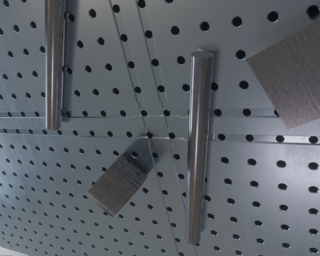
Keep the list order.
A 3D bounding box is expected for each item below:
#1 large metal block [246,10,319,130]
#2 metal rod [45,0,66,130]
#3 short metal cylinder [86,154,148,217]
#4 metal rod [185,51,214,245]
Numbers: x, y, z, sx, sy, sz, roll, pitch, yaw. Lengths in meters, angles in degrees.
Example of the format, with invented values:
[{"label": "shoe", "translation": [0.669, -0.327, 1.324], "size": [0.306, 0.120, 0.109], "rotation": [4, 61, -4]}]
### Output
[{"label": "large metal block", "translation": [0.140, -0.056, 0.286], "size": [0.080, 0.050, 0.080], "rotation": [-26, 105, 37]}, {"label": "metal rod", "translation": [-0.139, -0.120, 0.410], "size": [0.025, 0.025, 0.298], "rotation": [25, 127, 13]}, {"label": "short metal cylinder", "translation": [-0.064, 0.085, 0.462], "size": [0.050, 0.080, 0.080], "rotation": [42, 129, -1]}, {"label": "metal rod", "translation": [0.049, 0.047, 0.414], "size": [0.025, 0.025, 0.298], "rotation": [12, 124, 21]}]
